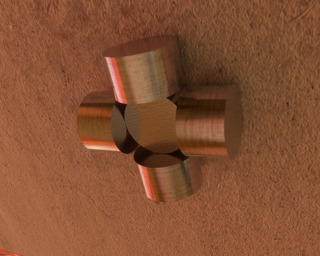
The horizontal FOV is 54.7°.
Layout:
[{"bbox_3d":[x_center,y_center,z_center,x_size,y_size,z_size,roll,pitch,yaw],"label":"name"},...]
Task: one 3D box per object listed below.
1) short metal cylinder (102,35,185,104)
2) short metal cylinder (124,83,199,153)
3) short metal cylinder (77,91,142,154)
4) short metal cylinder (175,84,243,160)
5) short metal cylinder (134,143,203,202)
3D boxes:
[{"bbox_3d":[-0.017,-0.066,0.339,0.080,0.080,0.050,2,120,27],"label":"short metal cylinder"},{"bbox_3d":[0.004,-0.016,0.379,0.080,0.050,0.079,13,124,20],"label":"short metal cylinder"},{"bbox_3d":[-0.060,-0.008,0.398,0.050,0.080,0.079,2,119,27],"label":"short metal cylinder"},{"bbox_3d":[0.056,-0.007,0.338,0.050,0.080,0.079,2,119,27],"label":"short metal cylinder"},{"bbox_3d":[0.012,0.049,0.395,0.080,0.080,0.050,1,118,27],"label":"short metal cylinder"}]
